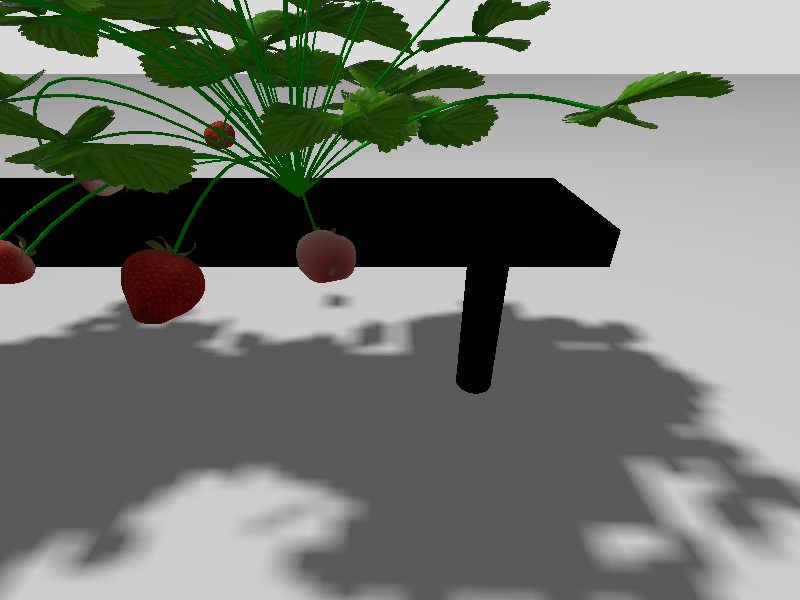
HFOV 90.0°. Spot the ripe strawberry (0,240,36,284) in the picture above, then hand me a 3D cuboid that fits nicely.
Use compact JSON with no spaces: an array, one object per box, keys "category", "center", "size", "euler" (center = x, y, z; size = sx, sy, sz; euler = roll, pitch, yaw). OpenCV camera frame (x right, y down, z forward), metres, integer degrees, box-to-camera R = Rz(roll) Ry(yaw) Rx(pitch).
[{"category":"ripe strawberry","center":[-0.209,-0.018,0.209],"size":[0.027,0.024,0.024],"euler":[21,43,30]}]

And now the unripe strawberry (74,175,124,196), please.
[{"category":"unripe strawberry","center":[-0.260,-0.109,0.348],"size":[0.039,0.033,0.039],"euler":[0,31,2]}]

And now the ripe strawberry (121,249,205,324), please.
[{"category":"ripe strawberry","center":[-0.109,-0.006,0.182],"size":[0.034,0.034,0.030],"euler":[3,-30,5]}]

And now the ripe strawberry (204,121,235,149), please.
[{"category":"ripe strawberry","center":[-0.239,-0.217,0.528],"size":[0.039,0.033,0.039],"euler":[-20,31,-29]}]

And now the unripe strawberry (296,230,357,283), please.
[{"category":"unripe strawberry","center":[-0.038,-0.022,0.210],"size":[0.032,0.027,0.032],"euler":[-10,33,-15]}]
